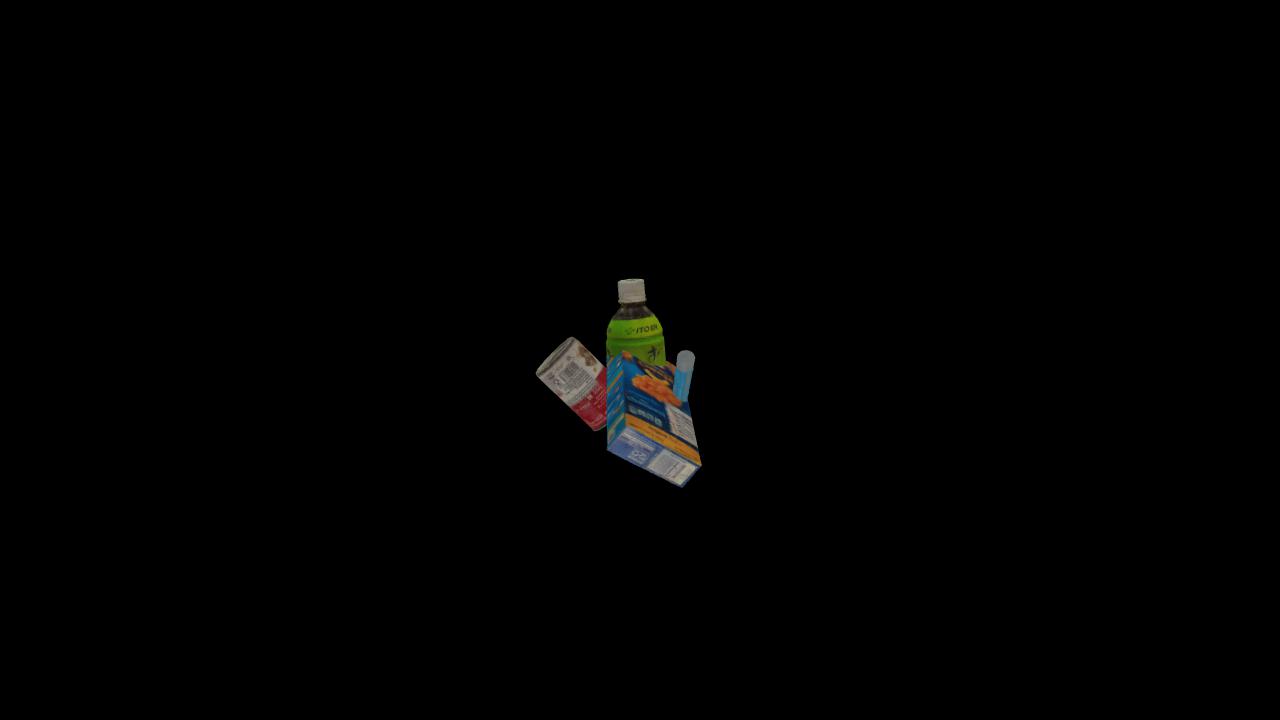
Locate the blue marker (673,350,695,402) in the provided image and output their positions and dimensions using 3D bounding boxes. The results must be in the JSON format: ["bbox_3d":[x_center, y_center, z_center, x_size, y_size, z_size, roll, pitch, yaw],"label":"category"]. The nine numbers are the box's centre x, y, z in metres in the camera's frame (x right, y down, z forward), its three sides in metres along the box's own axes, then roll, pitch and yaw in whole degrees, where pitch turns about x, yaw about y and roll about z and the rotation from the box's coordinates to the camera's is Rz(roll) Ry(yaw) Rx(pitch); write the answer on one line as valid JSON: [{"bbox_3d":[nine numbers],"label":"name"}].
[{"bbox_3d":[0.045,0.035,0.682,0.020,0.020,0.121,0,-40,-3],"label":"blue marker"}]

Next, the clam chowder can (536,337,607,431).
[{"bbox_3d":[-0.069,0.029,0.754,0.102,0.068,0.068,45,-12,-13],"label":"clam chowder can"}]

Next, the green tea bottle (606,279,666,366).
[{"bbox_3d":[-0.004,0.010,0.731,0.073,0.212,0.073,-4,12,1],"label":"green tea bottle"}]

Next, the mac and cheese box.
[{"bbox_3d":[0.010,0.049,0.665,0.093,0.041,0.184,29,24,-19],"label":"mac and cheese box"}]
